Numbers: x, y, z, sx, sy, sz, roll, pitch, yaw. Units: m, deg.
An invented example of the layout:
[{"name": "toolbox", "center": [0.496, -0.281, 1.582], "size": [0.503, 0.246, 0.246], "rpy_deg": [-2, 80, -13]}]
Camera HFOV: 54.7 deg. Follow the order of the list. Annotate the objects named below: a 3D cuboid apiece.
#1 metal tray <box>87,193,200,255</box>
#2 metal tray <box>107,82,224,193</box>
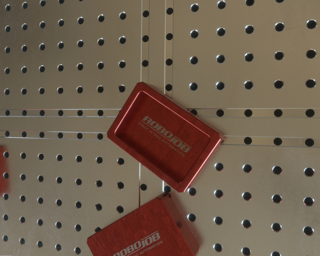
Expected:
[{"name": "metal tray", "center": [-0.025, 0.158, 0.418], "size": [0.130, 0.030, 0.090], "rpy_deg": [-34, 79, 16]}, {"name": "metal tray", "center": [0.005, 0.010, 0.407], "size": [0.130, 0.030, 0.090], "rpy_deg": [36, 101, 16]}]
